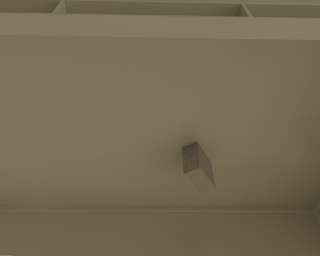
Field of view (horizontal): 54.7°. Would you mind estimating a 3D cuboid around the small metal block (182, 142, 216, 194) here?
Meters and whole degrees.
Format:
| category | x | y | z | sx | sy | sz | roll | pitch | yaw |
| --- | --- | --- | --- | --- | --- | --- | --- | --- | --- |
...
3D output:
| category | x | y | z | sx | sy | sz | roll | pitch | yaw |
| --- | --- | --- | --- | --- | --- | --- | --- | --- | --- |
| small metal block | 0.055 | 0.057 | 0.442 | 0.025 | 0.050 | 0.050 | -24 | 127 | 18 |
